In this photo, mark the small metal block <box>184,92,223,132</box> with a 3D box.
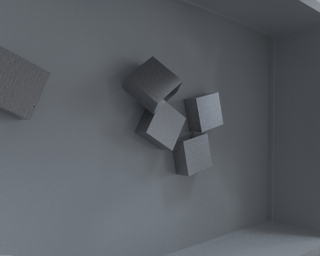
[{"bbox_3d":[0.066,-0.024,0.464,0.050,0.025,0.050,-18,102,-39],"label":"small metal block"}]

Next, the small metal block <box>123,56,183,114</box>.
[{"bbox_3d":[-0.009,-0.054,0.385,0.050,0.025,0.050,41,59,7],"label":"small metal block"}]

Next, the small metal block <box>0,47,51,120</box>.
[{"bbox_3d":[-0.140,-0.040,0.290,0.050,0.025,0.050,29,72,-37],"label":"small metal block"}]

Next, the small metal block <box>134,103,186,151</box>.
[{"bbox_3d":[0.001,-0.004,0.410,0.050,0.025,0.050,37,67,-34],"label":"small metal block"}]

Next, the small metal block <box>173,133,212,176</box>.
[{"bbox_3d":[0.046,0.037,0.448,0.050,0.025,0.050,-16,101,-39],"label":"small metal block"}]
